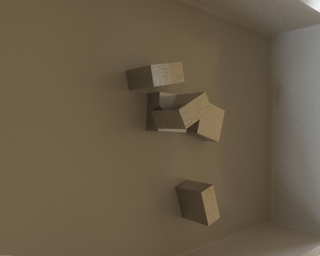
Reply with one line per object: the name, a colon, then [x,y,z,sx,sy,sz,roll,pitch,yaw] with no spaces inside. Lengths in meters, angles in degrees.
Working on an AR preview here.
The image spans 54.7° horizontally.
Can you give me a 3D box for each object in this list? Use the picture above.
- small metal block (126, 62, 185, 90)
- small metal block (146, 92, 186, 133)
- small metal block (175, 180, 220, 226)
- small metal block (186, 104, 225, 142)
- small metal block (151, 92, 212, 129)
small metal block: [-0.006,-0.065,0.387,0.050,0.050,0.025,-15,100,-39]
small metal block: [0.010,-0.020,0.417,0.050,0.025,0.050,4,88,-40]
small metal block: [0.053,0.104,0.437,0.025,0.050,0.050,-22,105,-38]
small metal block: [0.068,-0.010,0.466,0.050,0.025,0.050,21,77,-38]
small metal block: [0.026,-0.021,0.382,0.050,0.050,0.025,-34,112,-35]
